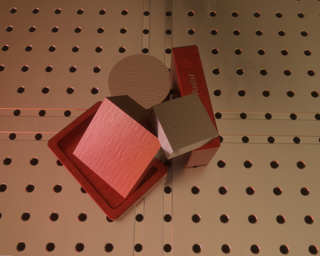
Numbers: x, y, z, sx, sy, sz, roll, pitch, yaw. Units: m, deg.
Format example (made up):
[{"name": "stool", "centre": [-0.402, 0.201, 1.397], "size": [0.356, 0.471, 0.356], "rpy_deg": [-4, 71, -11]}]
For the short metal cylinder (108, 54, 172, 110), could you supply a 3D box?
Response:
[{"name": "short metal cylinder", "centre": [-0.026, -0.051, 0.417], "size": [0.081, 0.050, 0.080], "rpy_deg": [0, 70, 0]}]

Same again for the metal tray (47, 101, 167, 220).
[{"name": "metal tray", "centre": [-0.065, 0.040, 0.393], "size": [0.090, 0.030, 0.130], "rpy_deg": [-41, 76, -14]}]

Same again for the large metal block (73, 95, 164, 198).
[{"name": "large metal block", "centre": [-0.039, 0.018, 0.358], "size": [0.080, 0.050, 0.080], "rpy_deg": [38, 110, 12]}]

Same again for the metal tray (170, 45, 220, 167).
[{"name": "metal tray", "centre": [0.039, -0.025, 0.387], "size": [0.030, 0.090, 0.129], "rpy_deg": [-9, 70, -3]}]

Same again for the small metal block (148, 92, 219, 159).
[{"name": "small metal block", "centre": [0.023, -0.003, 0.313], "size": [0.050, 0.025, 0.050], "rpy_deg": [-19, 71, -19]}]
